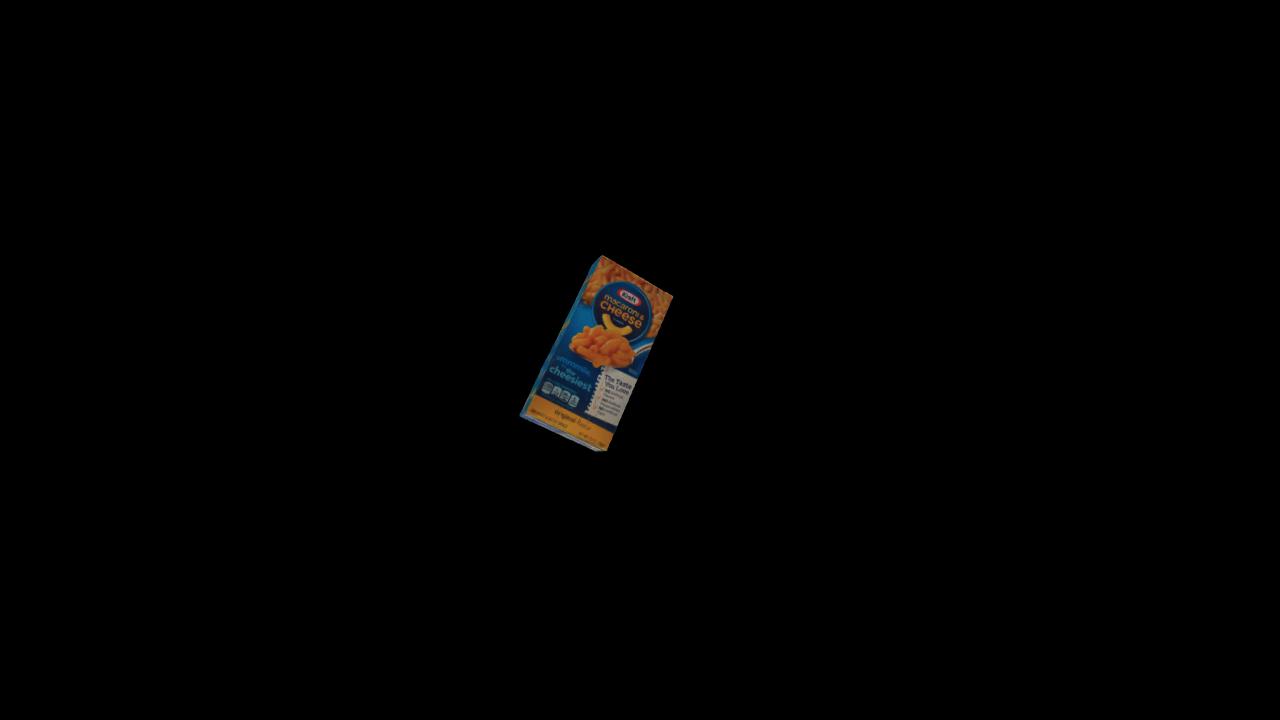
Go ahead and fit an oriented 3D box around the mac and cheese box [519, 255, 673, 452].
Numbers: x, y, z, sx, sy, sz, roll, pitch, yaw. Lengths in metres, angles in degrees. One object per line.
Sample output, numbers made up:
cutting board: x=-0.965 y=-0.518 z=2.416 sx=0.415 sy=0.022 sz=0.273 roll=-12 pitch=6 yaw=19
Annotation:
mac and cheese box: x=-0.042 y=-0.007 z=0.637 sx=0.093 sy=0.184 sz=0.041 roll=27 pitch=-17 yaw=-14
